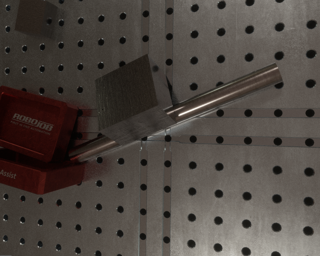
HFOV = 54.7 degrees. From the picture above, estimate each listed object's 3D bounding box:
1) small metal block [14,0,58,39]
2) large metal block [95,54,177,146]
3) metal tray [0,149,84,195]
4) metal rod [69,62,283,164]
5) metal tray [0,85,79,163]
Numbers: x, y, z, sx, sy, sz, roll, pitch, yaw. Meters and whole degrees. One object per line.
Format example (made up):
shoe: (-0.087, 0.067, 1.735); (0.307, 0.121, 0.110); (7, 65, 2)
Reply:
small metal block: (-0.191, -0.169, 0.478); (0.050, 0.025, 0.050); (14, 95, 19)
large metal block: (-0.032, -0.034, 0.394); (0.080, 0.050, 0.080); (-23, 57, 18)
metal tray: (-0.190, 0.057, 0.443); (0.130, 0.090, 0.030); (11, 94, 19)
metal rod: (0.007, -0.012, 0.409); (0.300, 0.025, 0.025); (-22, 83, 18)
metal tray: (-0.197, -0.007, 0.471); (0.130, 0.030, 0.090); (15, 88, 19)
